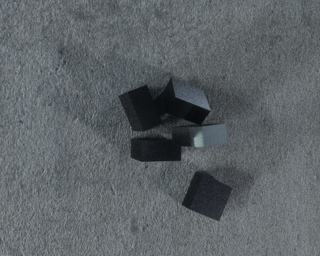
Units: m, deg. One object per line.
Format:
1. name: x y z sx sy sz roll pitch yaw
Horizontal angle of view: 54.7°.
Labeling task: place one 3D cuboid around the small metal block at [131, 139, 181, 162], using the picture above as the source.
1. small metal block: -0.006 0.027 0.393 0.050 0.050 0.025 1 90 -20

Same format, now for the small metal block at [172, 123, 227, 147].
1. small metal block: 0.052 0.009 0.406 0.050 0.050 0.025 -7 94 -45

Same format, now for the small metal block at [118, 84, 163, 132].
1. small metal block: -0.026 -0.024 0.386 0.025 0.050 0.050 -24 98 -18

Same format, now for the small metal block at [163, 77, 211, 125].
1. small metal block: 0.034 -0.035 0.406 0.050 0.050 0.025 19 123 -19

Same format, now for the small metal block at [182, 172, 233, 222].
1. small metal block: 0.066 0.096 0.433 0.050 0.025 0.050 27 81 -18
